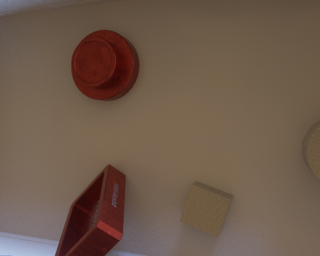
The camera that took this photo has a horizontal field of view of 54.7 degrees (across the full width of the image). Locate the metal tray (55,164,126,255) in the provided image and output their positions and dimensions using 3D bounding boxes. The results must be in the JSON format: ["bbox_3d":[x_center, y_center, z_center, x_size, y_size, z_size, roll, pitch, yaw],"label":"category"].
[{"bbox_3d":[-0.084,0.112,0.385,0.030,0.130,0.090,39,104,-17],"label":"metal tray"}]

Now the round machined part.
[{"bbox_3d":[-0.082,-0.088,0.429,0.098,0.042,0.097,0,90,19],"label":"round machined part"}]

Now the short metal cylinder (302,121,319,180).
[{"bbox_3d":[0.197,0.025,0.328,0.080,0.050,0.079,0,90,19],"label":"short metal cylinder"}]

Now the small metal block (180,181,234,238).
[{"bbox_3d":[0.059,0.101,0.389,0.050,0.025,0.050,19,96,18],"label":"small metal block"}]
